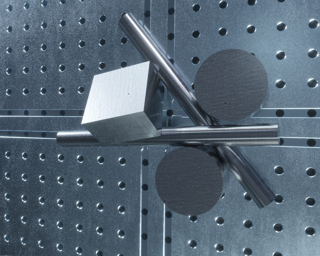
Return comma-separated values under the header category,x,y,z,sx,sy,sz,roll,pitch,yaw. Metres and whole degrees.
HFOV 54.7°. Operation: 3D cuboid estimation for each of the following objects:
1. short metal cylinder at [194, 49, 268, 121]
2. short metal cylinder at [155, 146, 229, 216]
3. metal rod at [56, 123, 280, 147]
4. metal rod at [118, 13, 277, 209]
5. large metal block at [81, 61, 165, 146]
category,x,y,z,sx,sy,sz,roll,pitch,yaw
short metal cylinder,0.086,-0.048,0.366,0.080,0.050,0.079,0,90,20
short metal cylinder,0.041,0.062,0.381,0.080,0.050,0.079,0,90,20
metal rod,-0.009,0.011,0.394,0.301,0.025,0.025,-2,90,26
metal rod,0.040,-0.030,0.395,0.025,0.025,0.299,-40,78,16
large metal block,-0.043,-0.030,0.391,0.080,0.050,0.080,-10,52,20
